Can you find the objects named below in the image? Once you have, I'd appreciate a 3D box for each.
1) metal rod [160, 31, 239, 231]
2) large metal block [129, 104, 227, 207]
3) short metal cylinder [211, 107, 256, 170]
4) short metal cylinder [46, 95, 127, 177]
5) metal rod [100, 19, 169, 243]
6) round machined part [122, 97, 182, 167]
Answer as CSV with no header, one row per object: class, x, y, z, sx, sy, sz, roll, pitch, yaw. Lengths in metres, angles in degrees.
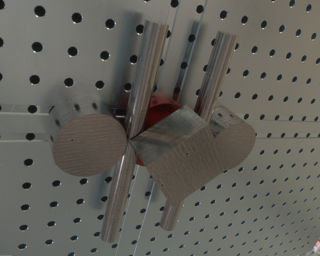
metal rod,0.046,0.021,0.422,0.025,0.025,0.298,0,119,-29
large metal block,0.023,0.033,0.366,0.080,0.050,0.080,-33,129,-7
short metal cylinder,0.091,0.016,0.453,0.081,0.050,0.079,-14,124,-21
short metal cylinder,-0.085,0.008,0.354,0.081,0.050,0.079,-14,124,-21
metal rod,-0.037,0.023,0.377,0.025,0.025,0.298,0,118,-29
round machined part,0.000,0.012,0.408,0.099,0.042,0.097,-14,124,-21
